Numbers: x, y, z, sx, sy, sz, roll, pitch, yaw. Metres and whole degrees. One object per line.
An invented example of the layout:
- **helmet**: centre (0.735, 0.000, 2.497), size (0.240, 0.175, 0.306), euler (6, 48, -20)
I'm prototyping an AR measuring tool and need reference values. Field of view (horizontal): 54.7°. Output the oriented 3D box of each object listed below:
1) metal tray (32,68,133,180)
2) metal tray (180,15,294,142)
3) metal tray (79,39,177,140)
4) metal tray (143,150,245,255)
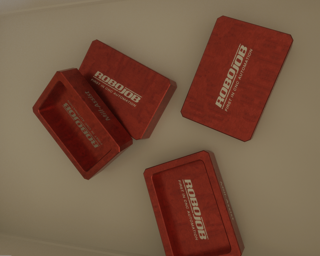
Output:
- **metal tray**: centre (-0.108, -0.004, 0.420), size (0.130, 0.030, 0.090), euler (52, 125, 4)
- **metal tray**: centre (0.091, -0.059, 0.376), size (0.090, 0.030, 0.129), euler (24, 98, 18)
- **metal tray**: centre (-0.054, -0.053, 0.427), size (0.130, 0.030, 0.090), euler (32, 100, 17)
- **metal tray**: centre (0.040, 0.102, 0.387), size (0.090, 0.030, 0.129), euler (-20, 78, 18)
